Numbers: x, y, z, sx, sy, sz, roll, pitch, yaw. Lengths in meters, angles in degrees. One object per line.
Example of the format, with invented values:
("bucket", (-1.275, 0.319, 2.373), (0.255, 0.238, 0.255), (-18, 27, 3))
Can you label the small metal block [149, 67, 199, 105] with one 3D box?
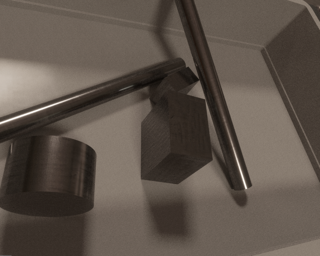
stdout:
("small metal block", (0.020, -0.054, 0.435), (0.050, 0.050, 0.025), (-31, 80, -38))

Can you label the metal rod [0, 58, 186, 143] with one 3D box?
("metal rod", (-0.076, -0.043, 0.391), (0.302, 0.025, 0.025), (-27, 77, -37))

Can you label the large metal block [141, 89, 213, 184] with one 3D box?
("large metal block", (0.016, 0.014, 0.372), (0.050, 0.080, 0.080), (12, 57, -22))

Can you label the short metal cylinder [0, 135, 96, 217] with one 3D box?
("short metal cylinder", (-0.101, 0.048, 0.288), (0.081, 0.080, 0.050), (11, 57, -23))

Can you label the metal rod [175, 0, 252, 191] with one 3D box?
("metal rod", (0.069, -0.062, 0.423), (0.025, 0.025, 0.298), (-17, 89, -35))
